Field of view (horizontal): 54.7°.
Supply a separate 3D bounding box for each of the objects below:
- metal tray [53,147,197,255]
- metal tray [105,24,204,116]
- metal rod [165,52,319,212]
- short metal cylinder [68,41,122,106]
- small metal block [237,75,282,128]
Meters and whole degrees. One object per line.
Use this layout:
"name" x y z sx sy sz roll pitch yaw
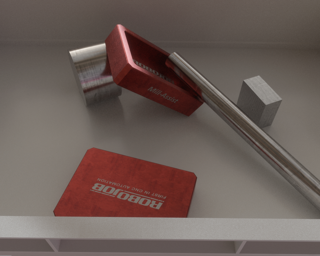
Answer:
"metal tray" -0.033 0.078 0.336 0.131 0.030 0.090 13 51 10
"metal tray" -0.006 -0.075 0.414 0.131 0.030 0.090 21 38 -38
"metal rod" 0.110 0.004 0.379 0.025 0.025 0.300 -31 64 -24
"short metal cylinder" -0.091 -0.076 0.432 0.050 0.080 0.080 -19 53 -16
"small metal block" 0.132 -0.034 0.419 0.025 0.050 0.050 -18 53 -15
